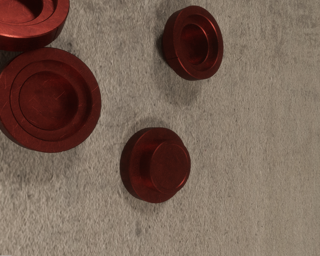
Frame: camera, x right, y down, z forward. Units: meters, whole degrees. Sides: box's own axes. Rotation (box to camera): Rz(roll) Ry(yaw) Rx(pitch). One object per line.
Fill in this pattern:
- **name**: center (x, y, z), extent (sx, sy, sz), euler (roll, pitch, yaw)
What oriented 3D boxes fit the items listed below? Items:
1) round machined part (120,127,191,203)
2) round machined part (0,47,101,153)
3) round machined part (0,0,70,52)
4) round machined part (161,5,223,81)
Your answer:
- **round machined part**: center (0.002, 0.048, 0.397), extent (0.099, 0.042, 0.097), euler (0, 90, -40)
- **round machined part**: center (-0.111, -0.026, 0.302), extent (0.099, 0.042, 0.097), euler (-1, 91, -40)
- **round machined part**: center (-0.133, -0.107, 0.268), extent (0.099, 0.042, 0.098), euler (14, 61, -26)
- **round machined part**: center (0.041, -0.114, 0.430), extent (0.099, 0.042, 0.097), euler (0, 90, -40)
